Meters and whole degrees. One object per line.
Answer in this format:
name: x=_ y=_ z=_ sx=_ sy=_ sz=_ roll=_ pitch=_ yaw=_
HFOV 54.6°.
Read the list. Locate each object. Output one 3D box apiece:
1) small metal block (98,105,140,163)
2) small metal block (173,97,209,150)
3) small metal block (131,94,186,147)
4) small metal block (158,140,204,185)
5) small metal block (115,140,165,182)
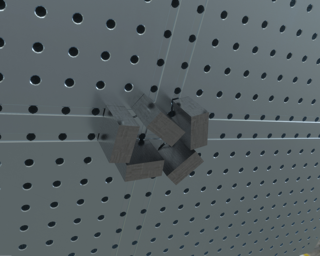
small metal block: x=-0.051 y=0.007 z=0.371 sx=0.025 sy=0.050 sz=0.050 roll=4 pitch=117 yaw=-30
small metal block: x=0.040 y=-0.007 z=0.411 sx=0.025 sy=0.050 sz=0.050 roll=-15 pitch=124 yaw=-20
small metal block: x=-0.002 y=-0.010 z=0.387 sx=0.025 sy=0.050 sz=0.050 roll=-47 pitch=130 yaw=6
small metal block: x=0.024 y=0.043 z=0.433 sx=0.050 sy=0.050 sz=0.025 roll=-41 pitch=128 yaw=-1
small metal block: x=-0.029 y=0.041 z=0.404 sx=0.050 sy=0.050 sz=0.025 roll=-5 pitch=121 yaw=-26
